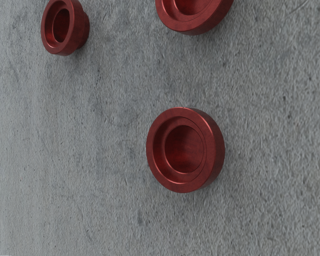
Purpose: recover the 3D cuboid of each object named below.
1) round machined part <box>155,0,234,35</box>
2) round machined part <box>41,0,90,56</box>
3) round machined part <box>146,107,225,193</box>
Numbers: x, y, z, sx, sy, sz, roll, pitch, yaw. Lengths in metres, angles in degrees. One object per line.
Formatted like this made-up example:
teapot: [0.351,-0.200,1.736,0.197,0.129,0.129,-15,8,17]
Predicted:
round machined part: [0.045,-0.156,0.357,0.098,0.042,0.097,0,90,40]
round machined part: [-0.156,-0.170,0.523,0.098,0.042,0.097,0,90,40]
round machined part: [0.033,0.025,0.366,0.098,0.042,0.097,0,90,40]
